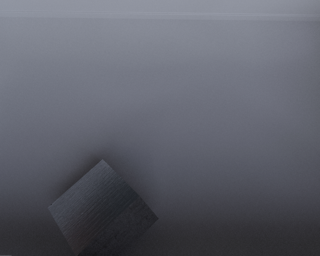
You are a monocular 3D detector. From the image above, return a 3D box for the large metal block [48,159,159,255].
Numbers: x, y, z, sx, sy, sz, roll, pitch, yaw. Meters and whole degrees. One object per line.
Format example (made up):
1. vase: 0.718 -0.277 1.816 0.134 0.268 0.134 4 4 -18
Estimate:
1. large metal block: -0.063 0.094 0.343 0.080 0.050 0.080 -42 43 -14
